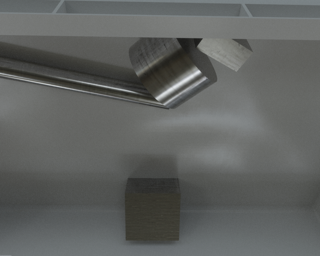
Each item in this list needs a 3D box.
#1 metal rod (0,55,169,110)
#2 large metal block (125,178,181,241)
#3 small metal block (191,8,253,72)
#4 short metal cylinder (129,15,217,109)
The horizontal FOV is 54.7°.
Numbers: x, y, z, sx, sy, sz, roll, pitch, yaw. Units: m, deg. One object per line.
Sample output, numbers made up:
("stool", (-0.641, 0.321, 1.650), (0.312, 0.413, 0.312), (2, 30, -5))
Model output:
("metal rod", (-0.134, -0.061, 0.355), (0.302, 0.025, 0.025), (10, 129, -9))
("large metal block", (-0.011, 0.125, 0.481), (0.081, 0.050, 0.079), (1, 106, -1))
("small metal block", (0.062, -0.091, 0.316), (0.050, 0.050, 0.025), (24, 126, -20))
("short metal cylinder", (0.014, -0.066, 0.317), (0.050, 0.080, 0.080), (-33, 123, 24))
